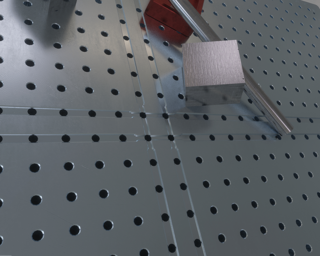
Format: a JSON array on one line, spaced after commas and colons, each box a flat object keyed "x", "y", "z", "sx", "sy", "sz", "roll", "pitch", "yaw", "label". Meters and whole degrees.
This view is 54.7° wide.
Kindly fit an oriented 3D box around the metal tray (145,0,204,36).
[{"x": 0.033, "y": -0.235, "z": 0.565, "sx": 0.090, "sy": 0.030, "sz": 0.130, "roll": 25, "pitch": 53, "yaw": -13, "label": "metal tray"}]

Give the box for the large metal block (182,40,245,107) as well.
[{"x": 0.076, "y": -0.081, "z": 0.460, "sx": 0.080, "sy": 0.050, "sz": 0.080, "roll": -3, "pitch": 60, "yaw": 3, "label": "large metal block"}]

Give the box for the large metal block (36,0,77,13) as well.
[{"x": -0.153, "y": -0.223, "z": 0.426, "sx": 0.080, "sy": 0.080, "sz": 0.050, "roll": 47, "pitch": 51, "yaw": 5, "label": "large metal block"}]

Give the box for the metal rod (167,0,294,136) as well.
[{"x": 0.116, "y": -0.108, "z": 0.513, "sx": 0.300, "sy": 0.025, "sz": 0.025, "roll": 49, "pitch": 51, "yaw": -2, "label": "metal rod"}]
